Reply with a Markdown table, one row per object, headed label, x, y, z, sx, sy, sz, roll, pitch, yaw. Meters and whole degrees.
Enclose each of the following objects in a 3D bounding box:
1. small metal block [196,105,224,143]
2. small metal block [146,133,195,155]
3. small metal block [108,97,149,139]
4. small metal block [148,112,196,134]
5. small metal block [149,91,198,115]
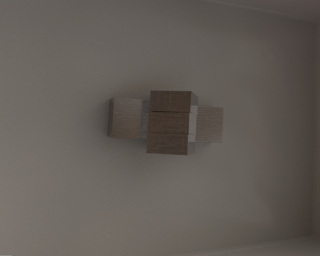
| label | x | y | z | sx | sy | sz | roll | pitch | yaw |
| --- | --- | --- | --- | --- | --- | --- | --- | --- | --- |
| small metal block | 0.059 | -0.005 | 0.432 | 0.050 | 0.025 | 0.050 | 3 | 89 | -20 |
| small metal block | 0.015 | 0.019 | 0.392 | 0.050 | 0.050 | 0.025 | 2 | 89 | 16 |
| small metal block | -0.038 | -0.012 | 0.396 | 0.050 | 0.025 | 0.050 | 4 | 89 | -20 |
| small metal block | 0.017 | -0.006 | 0.392 | 0.050 | 0.050 | 0.025 | 2 | 89 | 16 |
| small metal block | 0.019 | -0.031 | 0.392 | 0.050 | 0.050 | 0.025 | 3 | 89 | 16 |
